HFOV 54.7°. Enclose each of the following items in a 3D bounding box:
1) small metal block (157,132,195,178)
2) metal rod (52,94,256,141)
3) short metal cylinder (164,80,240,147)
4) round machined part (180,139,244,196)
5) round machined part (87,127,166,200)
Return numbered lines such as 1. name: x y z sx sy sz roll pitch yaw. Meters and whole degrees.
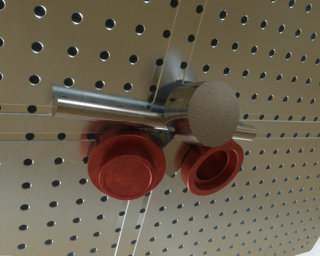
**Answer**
1. small metal block: 0.013 0.034 0.435 0.050 0.025 0.050 -45 129 3
2. metal rod: 0.015 -0.008 0.410 0.302 0.025 0.025 7 115 -32
3. short metal cylinder: 0.053 -0.018 0.389 0.081 0.050 0.079 -2 94 -32
4. round machined part: 0.073 0.050 0.464 0.099 0.042 0.097 -17 128 -22
5. round machined part: -0.041 0.051 0.388 0.099 0.042 0.097 -4 118 -6
